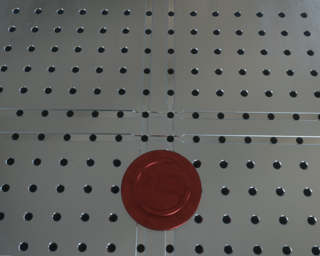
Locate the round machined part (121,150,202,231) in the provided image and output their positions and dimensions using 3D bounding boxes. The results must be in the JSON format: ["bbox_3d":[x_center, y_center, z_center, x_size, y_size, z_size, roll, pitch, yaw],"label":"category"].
[{"bbox_3d":[0.002,0.073,0.376,0.099,0.042,0.098,0,70,0],"label":"round machined part"}]
